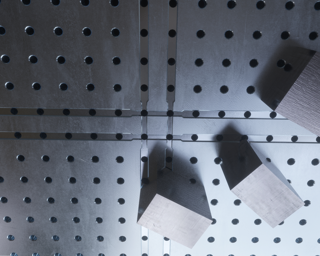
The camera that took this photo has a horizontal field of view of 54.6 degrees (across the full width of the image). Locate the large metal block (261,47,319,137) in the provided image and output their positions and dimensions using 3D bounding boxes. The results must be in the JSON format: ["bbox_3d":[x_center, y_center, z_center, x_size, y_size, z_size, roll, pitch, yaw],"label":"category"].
[{"bbox_3d":[0.190,-0.043,0.385,0.080,0.050,0.080,27,108,-10],"label":"large metal block"}]

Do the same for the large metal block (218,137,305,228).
[{"bbox_3d":[0.130,0.070,0.411,0.080,0.080,0.050,42,105,-14],"label":"large metal block"}]

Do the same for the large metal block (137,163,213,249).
[{"bbox_3d":[0.018,0.103,0.422,0.080,0.080,0.050,28,108,-10],"label":"large metal block"}]
